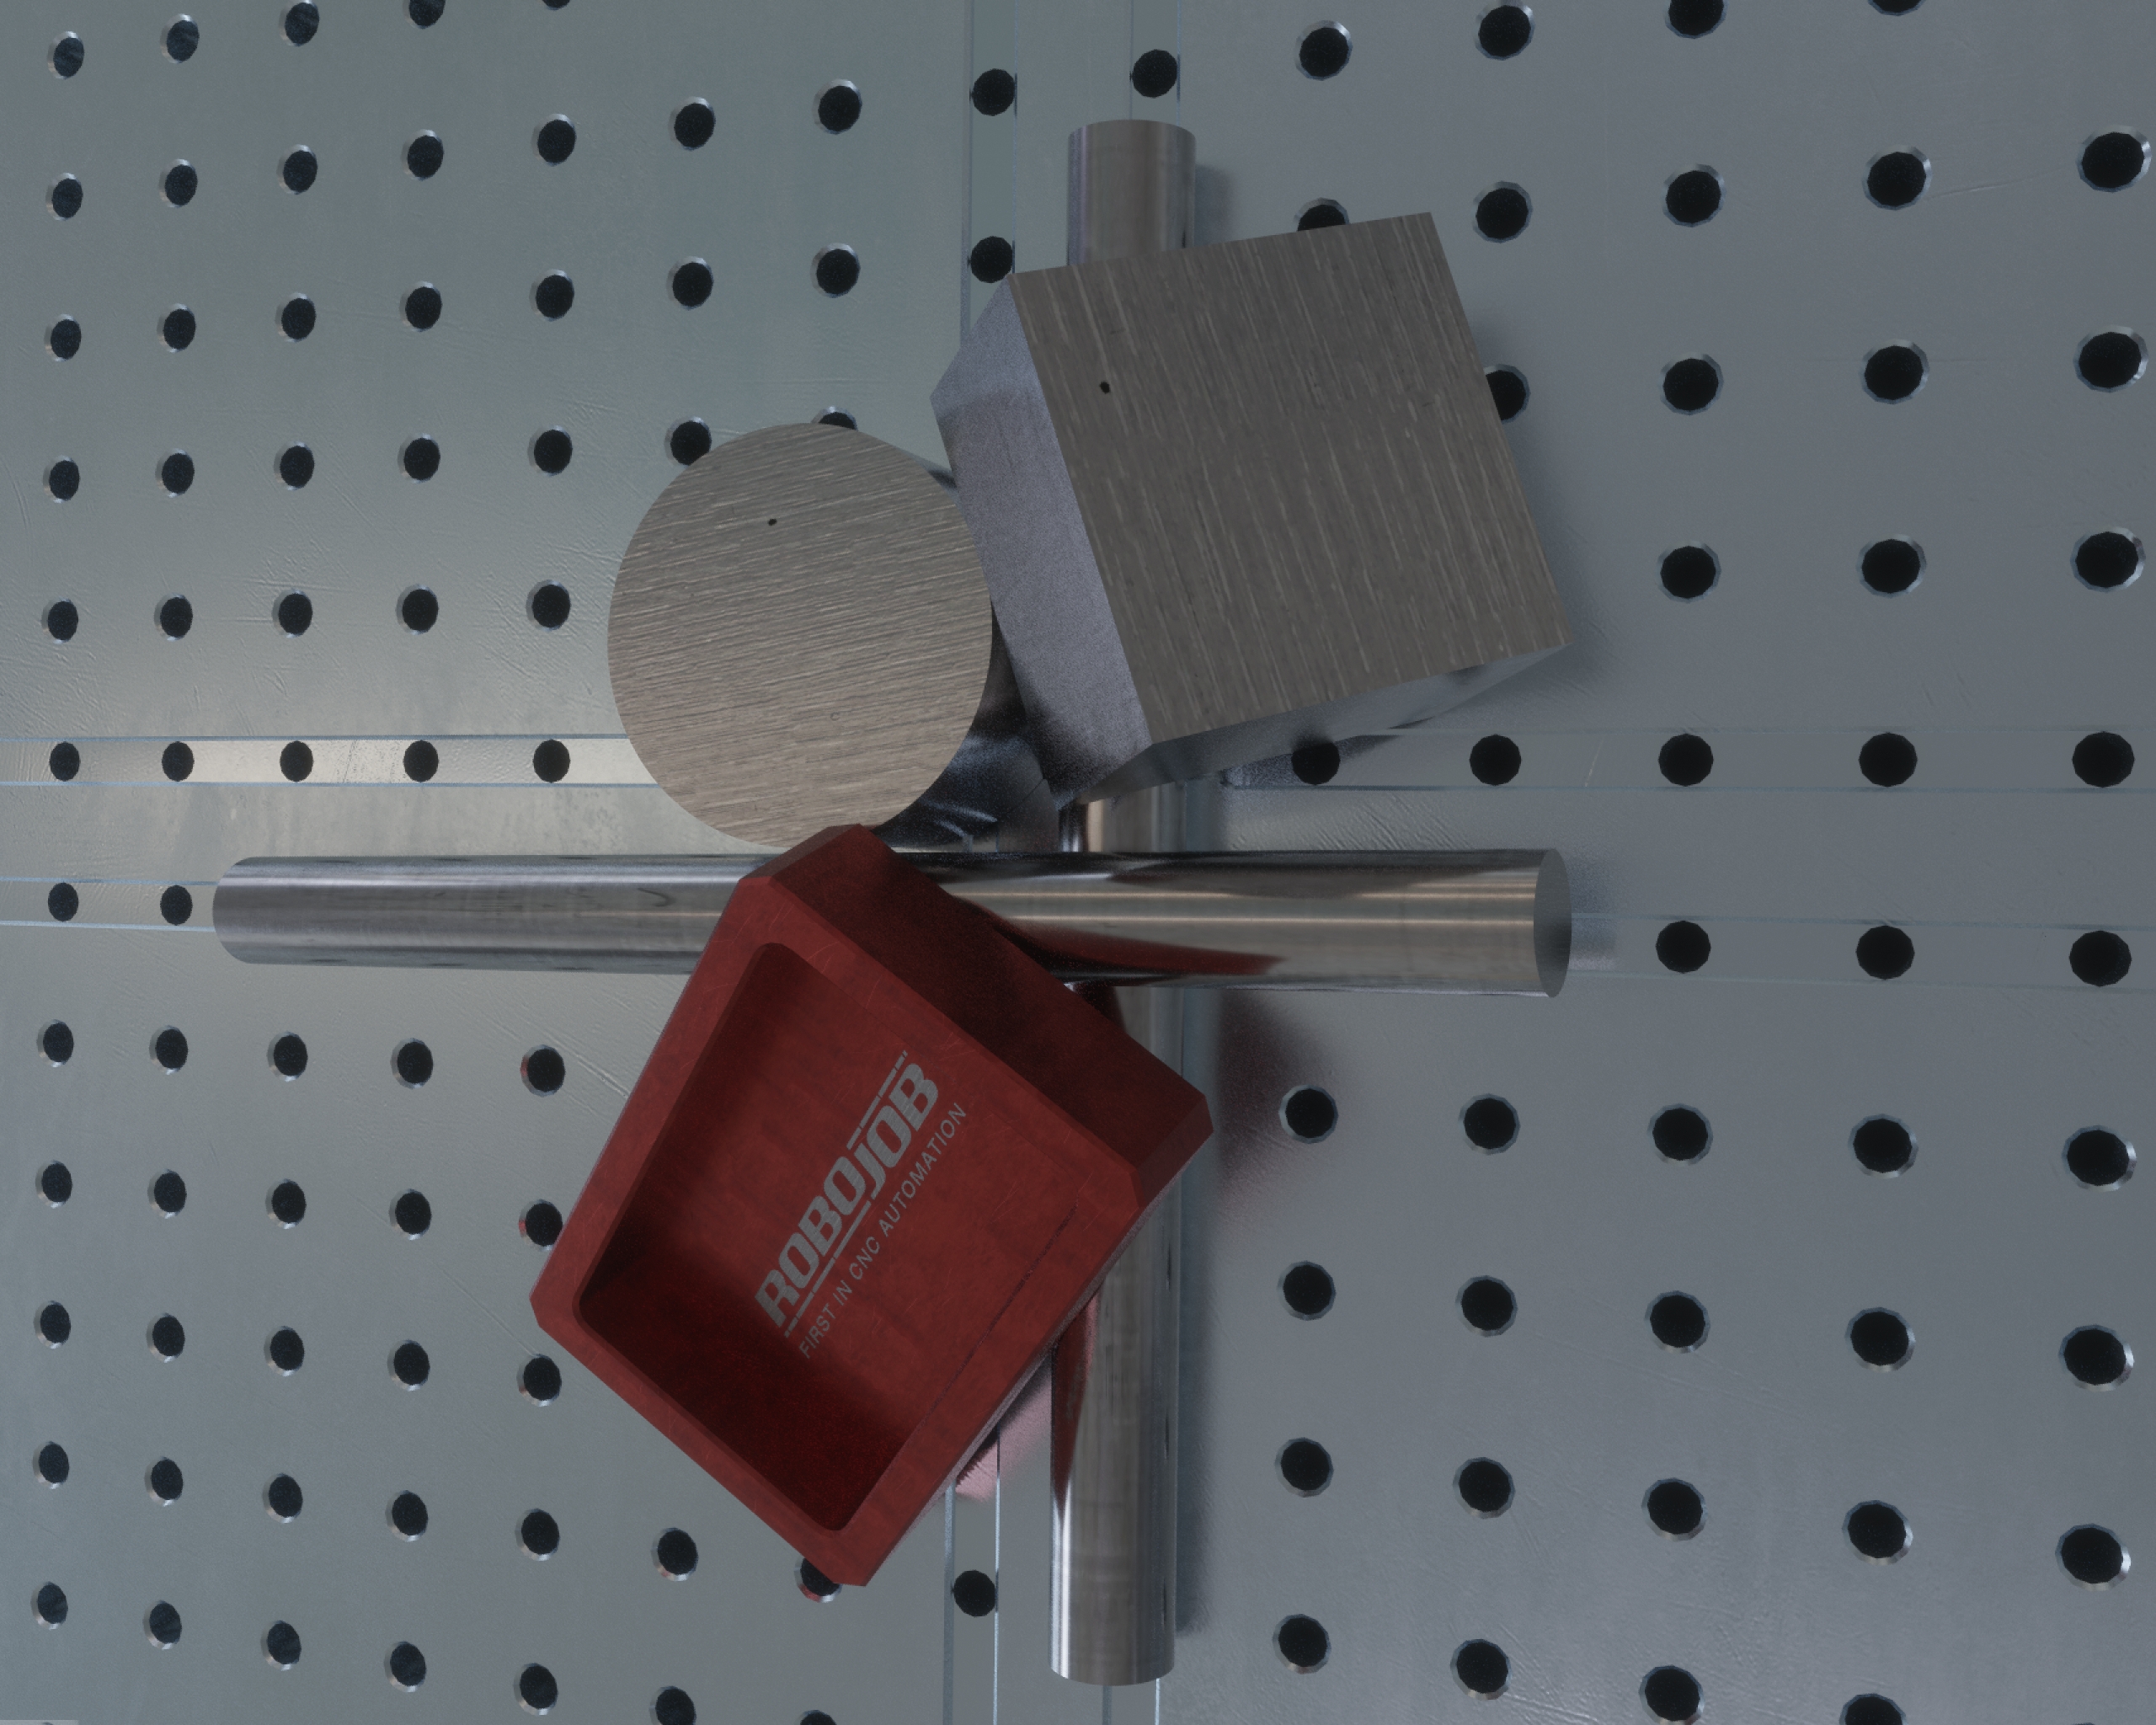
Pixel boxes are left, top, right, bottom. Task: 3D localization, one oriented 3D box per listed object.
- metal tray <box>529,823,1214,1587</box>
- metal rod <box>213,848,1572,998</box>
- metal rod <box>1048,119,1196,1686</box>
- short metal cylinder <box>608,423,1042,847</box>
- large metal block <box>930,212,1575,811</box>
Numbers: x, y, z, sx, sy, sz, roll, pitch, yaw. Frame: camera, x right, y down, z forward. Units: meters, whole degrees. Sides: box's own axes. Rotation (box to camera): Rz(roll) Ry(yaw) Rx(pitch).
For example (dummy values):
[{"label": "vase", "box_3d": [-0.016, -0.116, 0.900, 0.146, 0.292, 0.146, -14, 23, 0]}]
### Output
[{"label": "metal tray", "box_3d": [-0.044, 0.068, 0.398, 0.090, 0.030, 0.129, 38, 123, 10]}, {"label": "metal rod", "box_3d": [-0.055, 0.011, 0.414, 0.300, 0.025, 0.025, 0, 90, 27]}, {"label": "metal rod", "box_3d": [0.009, 0.008, 0.409, 0.025, 0.025, 0.298, 1, 91, 20]}, {"label": "short metal cylinder", "box_3d": [-0.045, -0.043, 0.415, 0.080, 0.050, 0.079, 0, 90, 20]}, {"label": "large metal block", "box_3d": [0.029, -0.061, 0.368, 0.081, 0.050, 0.080, -15, 84, -21]}]
